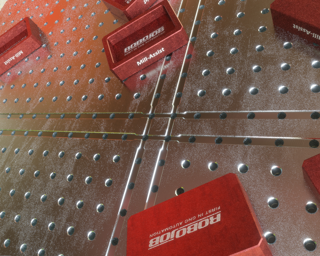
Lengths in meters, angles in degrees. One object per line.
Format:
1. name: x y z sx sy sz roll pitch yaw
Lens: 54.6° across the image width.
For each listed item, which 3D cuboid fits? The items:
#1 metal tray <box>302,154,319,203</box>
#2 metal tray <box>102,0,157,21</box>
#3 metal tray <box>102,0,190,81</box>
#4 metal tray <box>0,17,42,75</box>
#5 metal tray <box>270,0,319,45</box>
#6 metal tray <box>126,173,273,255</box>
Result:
1. metal tray: 0.195 0.069 0.260 0.090 0.030 0.130 -27 52 11
2. metal tray: -0.038 -0.266 0.589 0.130 0.030 0.090 -46 51 -4
3. metal tray: -0.027 -0.145 0.508 0.130 0.030 0.090 -28 52 10
4. metal tray: -0.330 -0.182 0.692 0.130 0.030 0.090 -33 51 6
5. metal tray: 0.216 -0.147 0.382 0.090 0.030 0.130 -42 51 -1
6. metal tray: 0.030 0.106 0.304 0.130 0.030 0.090 -26 30 12
